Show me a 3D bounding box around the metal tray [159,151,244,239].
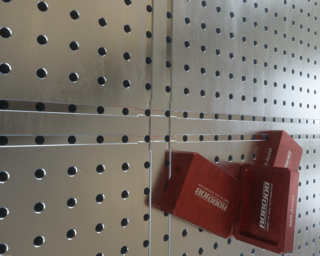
[{"bbox_3d":[0.067,0.101,0.461,0.130,0.030,0.090,34,69,-35],"label":"metal tray"}]

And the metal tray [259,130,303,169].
[{"bbox_3d":[0.228,0.079,0.595,0.090,0.030,0.130,34,69,-35],"label":"metal tray"}]

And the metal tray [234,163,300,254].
[{"bbox_3d":[0.174,0.128,0.510,0.030,0.090,0.129,13,82,-39],"label":"metal tray"}]
